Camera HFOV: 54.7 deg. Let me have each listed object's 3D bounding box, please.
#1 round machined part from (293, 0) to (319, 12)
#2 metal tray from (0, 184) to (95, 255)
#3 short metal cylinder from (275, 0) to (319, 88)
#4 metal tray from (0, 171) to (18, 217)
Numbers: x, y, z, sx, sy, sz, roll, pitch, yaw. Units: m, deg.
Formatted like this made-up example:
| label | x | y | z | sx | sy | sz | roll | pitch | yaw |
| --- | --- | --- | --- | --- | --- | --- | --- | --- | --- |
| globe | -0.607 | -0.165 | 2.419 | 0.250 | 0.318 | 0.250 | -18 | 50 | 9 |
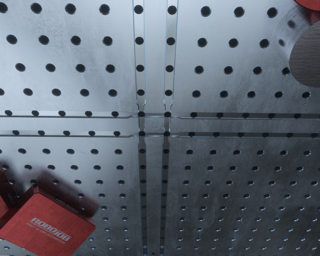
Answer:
| label | x | y | z | sx | sy | sz | roll | pitch | yaw |
| --- | --- | --- | --- | --- | --- | --- | --- | --- | --- |
| round machined part | 0.150 | -0.157 | 0.269 | 0.099 | 0.042 | 0.097 | 0 | 129 | 0 |
| metal tray | -0.186 | 0.163 | 0.517 | 0.090 | 0.030 | 0.130 | -48 | 121 | -3 |
| short metal cylinder | 0.168 | -0.089 | 0.322 | 0.081 | 0.050 | 0.079 | -1 | 131 | 0 |
| metal tray | -0.286 | 0.126 | 0.511 | 0.091 | 0.030 | 0.129 | -3 | 130 | 2 |
